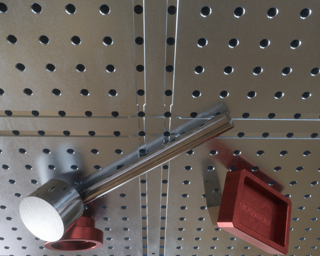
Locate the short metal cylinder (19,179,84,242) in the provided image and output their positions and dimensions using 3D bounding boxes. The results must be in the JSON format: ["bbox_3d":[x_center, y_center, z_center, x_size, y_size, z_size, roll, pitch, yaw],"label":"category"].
[{"bbox_3d":[-0.167,0.127,0.481,0.080,0.050,0.079,8,114,19],"label":"short metal cylinder"}]

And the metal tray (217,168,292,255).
[{"bbox_3d":[0.151,0.131,0.479,0.130,0.090,0.030,33,148,-25],"label":"metal tray"}]

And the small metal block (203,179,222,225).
[{"bbox_3d":[0.090,0.119,0.499,0.025,0.050,0.050,-13,129,10],"label":"small metal block"}]

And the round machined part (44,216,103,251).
[{"bbox_3d":[-0.149,0.185,0.544,0.099,0.042,0.098,-3,148,-2],"label":"round machined part"}]

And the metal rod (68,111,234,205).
[{"bbox_3d":[-0.030,0.058,0.460,0.300,0.025,0.025,-30,124,22],"label":"metal rod"}]
